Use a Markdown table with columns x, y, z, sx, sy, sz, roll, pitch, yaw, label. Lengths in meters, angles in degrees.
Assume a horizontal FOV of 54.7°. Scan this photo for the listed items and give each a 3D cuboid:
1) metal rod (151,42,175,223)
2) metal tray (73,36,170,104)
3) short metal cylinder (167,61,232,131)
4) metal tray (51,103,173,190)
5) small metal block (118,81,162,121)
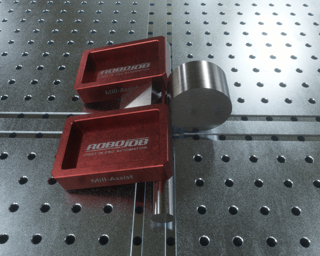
| x | y | z | sx | sy | sz | roll | pitch | yaw | label |
| --- | --- | --- | --- | --- | --- | --- | --- | --- | --- |
| 0.004 | -0.020 | 0.419 | 0.025 | 0.025 | 0.300 | 0 | 50 | 0 | metal rod |
| -0.053 | -0.086 | 0.454 | 0.131 | 0.030 | 0.090 | -8 | 49 | 9 | metal tray |
| 0.049 | -0.040 | 0.401 | 0.081 | 0.080 | 0.050 | 0 | 50 | 0 | short metal cylinder |
| -0.052 | 0.021 | 0.364 | 0.131 | 0.030 | 0.090 | -8 | 50 | 9 | metal tray |
| -0.026 | -0.029 | 0.413 | 0.050 | 0.025 | 0.050 | -21 | 45 | 24 | small metal block |
